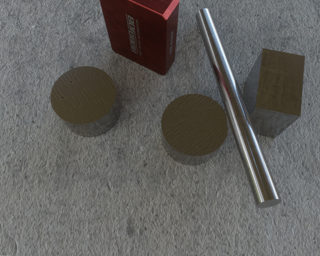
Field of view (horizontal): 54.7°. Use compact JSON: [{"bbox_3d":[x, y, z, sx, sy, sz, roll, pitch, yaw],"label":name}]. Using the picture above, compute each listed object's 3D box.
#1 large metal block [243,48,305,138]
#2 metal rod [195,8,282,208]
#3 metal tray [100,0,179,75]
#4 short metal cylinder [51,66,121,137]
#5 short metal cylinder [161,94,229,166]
[{"bbox_3d":[0.139,-0.041,0.395,0.050,0.080,0.080,12,70,4],"label":"large metal block"},{"bbox_3d":[0.088,-0.048,0.390,0.025,0.025,0.299,-8,57,-3],"label":"metal rod"},{"bbox_3d":[-0.025,-0.128,0.399,0.090,0.130,0.030,28,73,9],"label":"metal tray"},{"bbox_3d":[-0.095,-0.033,0.406,0.081,0.050,0.080,0,70,0],"label":"short metal cylinder"},{"bbox_3d":[0.042,0.003,0.394,0.081,0.050,0.080,0,70,0],"label":"short metal cylinder"}]
